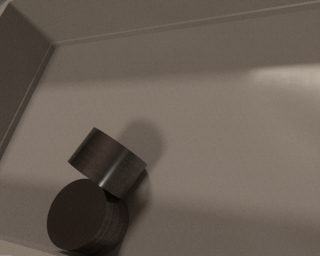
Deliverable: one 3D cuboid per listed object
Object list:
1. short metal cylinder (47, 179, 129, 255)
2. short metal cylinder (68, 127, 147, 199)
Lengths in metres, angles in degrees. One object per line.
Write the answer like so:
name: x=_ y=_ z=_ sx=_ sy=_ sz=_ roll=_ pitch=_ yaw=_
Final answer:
short metal cylinder: x=-0.084 y=0.106 z=0.367 sx=0.080 sy=0.050 sz=0.080 roll=-13 pitch=56 yaw=20
short metal cylinder: x=-0.063 y=0.043 z=0.376 sx=0.080 sy=0.080 sz=0.050 roll=27 pitch=77 yaw=37
